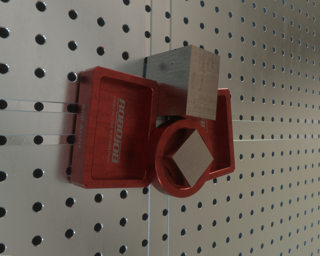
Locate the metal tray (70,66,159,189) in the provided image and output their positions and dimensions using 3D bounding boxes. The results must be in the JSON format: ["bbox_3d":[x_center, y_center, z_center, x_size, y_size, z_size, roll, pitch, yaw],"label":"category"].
[{"bbox_3d":[-0.049,0.003,0.359,0.091,0.030,0.129,8,85,-40],"label":"metal tray"}]

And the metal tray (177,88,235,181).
[{"bbox_3d":[0.068,0.009,0.458,0.091,0.030,0.129,-9,96,-40],"label":"metal tray"}]

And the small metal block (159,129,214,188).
[{"bbox_3d":[0.033,0.036,0.377,0.050,0.025,0.050,-47,118,-30],"label":"small metal block"}]

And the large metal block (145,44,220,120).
[{"bbox_3d":[0.025,-0.052,0.390,0.050,0.080,0.080,8,85,-40],"label":"large metal block"}]

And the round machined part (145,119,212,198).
[{"bbox_3d":[0.019,0.037,0.397,0.099,0.042,0.097,0,90,-40],"label":"round machined part"}]
